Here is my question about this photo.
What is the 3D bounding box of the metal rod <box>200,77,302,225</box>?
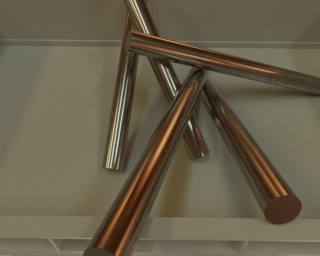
[{"bbox_3d":[0.070,-0.012,0.338,0.025,0.025,0.300,-4,26,-3],"label":"metal rod"}]

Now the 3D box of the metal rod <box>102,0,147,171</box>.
[{"bbox_3d":[-0.040,-0.094,0.404,0.025,0.025,0.299,6,75,4],"label":"metal rod"}]

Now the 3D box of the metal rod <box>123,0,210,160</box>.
[{"bbox_3d":[-0.008,-0.103,0.389,0.025,0.025,0.299,-22,86,-17],"label":"metal rod"}]

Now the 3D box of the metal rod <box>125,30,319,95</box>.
[{"bbox_3d":[0.104,-0.079,0.403,0.302,0.025,0.025,8,47,-22],"label":"metal rod"}]

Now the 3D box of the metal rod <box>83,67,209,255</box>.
[{"bbox_3d":[0.012,-0.001,0.293,0.025,0.025,0.301,13,34,11],"label":"metal rod"}]
